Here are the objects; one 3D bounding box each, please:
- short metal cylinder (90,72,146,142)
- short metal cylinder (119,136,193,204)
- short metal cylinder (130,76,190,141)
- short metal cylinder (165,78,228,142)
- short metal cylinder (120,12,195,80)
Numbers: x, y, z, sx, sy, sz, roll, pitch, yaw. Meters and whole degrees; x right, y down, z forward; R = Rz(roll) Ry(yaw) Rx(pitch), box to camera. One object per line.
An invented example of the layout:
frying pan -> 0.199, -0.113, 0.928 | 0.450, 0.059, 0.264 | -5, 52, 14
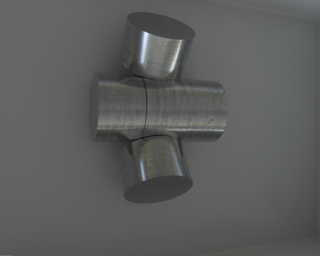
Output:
short metal cylinder -> -0.052, -0.023, 0.361 | 0.050, 0.080, 0.080 | 1, 90, -20
short metal cylinder -> -0.006, 0.052, 0.370 | 0.081, 0.080, 0.050 | 0, 56, -20
short metal cylinder -> -0.004, -0.022, 0.378 | 0.050, 0.080, 0.080 | 1, 90, -20
short metal cylinder -> 0.044, -0.022, 0.396 | 0.050, 0.080, 0.080 | 1, 90, -20
short metal cylinder -> -0.004, -0.099, 0.370 | 0.081, 0.080, 0.050 | 2, 127, -20
